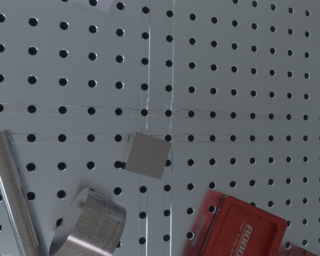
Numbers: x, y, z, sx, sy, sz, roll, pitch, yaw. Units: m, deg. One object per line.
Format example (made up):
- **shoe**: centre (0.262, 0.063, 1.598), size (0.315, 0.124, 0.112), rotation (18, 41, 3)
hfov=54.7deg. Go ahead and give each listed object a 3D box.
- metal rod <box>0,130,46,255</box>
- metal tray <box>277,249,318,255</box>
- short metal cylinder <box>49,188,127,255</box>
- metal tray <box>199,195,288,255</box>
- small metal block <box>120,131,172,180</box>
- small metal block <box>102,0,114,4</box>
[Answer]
- **metal rod**: centre (-0.146, 0.149, 0.358), size (0.025, 0.025, 0.298), rotation (-17, 96, -19)
- **metal tray**: centre (0.186, 0.245, 0.478), size (0.131, 0.030, 0.089), rotation (0, 90, -20)
- **short metal cylinder**: centre (-0.082, 0.116, 0.353), size (0.050, 0.080, 0.080), rotation (33, 79, -17)
- **metal tray**: centre (0.109, 0.171, 0.432), size (0.090, 0.030, 0.130), rotation (23, 81, 6)
- **small metal block**: centre (-0.018, 0.035, 0.406), size (0.050, 0.025, 0.050), rotation (18, 84, -19)
- **small metal block**: centre (-0.076, -0.191, 0.384), size (0.050, 0.025, 0.050), rotation (13, 86, -20)
